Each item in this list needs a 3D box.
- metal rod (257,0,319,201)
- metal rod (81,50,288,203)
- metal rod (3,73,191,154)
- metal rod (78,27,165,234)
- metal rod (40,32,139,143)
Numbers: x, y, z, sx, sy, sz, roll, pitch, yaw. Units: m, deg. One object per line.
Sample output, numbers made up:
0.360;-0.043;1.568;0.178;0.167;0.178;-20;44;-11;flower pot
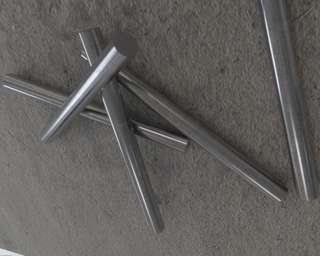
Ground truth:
0.125;-0.053;0.307;0.025;0.025;0.298;-7;115;31;metal rod
0.028;-0.009;0.386;0.300;0.025;0.025;37;129;3;metal rod
-0.099;-0.026;0.443;0.301;0.025;0.025;19;126;16;metal rod
-0.042;0.021;0.408;0.025;0.025;0.298;-2;118;29;metal rod
-0.108;-0.031;0.396;0.025;0.025;0.299;50;144;-8;metal rod
